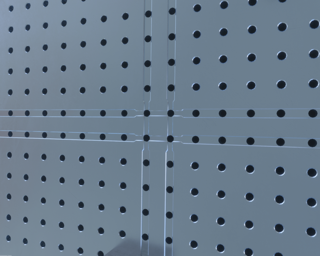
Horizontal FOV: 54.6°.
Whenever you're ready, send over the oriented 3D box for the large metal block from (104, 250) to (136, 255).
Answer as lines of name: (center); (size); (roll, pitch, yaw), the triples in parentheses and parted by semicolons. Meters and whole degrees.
large metal block: (-0.045, 0.221, 0.416); (0.080, 0.050, 0.080); (5, 92, 20)
